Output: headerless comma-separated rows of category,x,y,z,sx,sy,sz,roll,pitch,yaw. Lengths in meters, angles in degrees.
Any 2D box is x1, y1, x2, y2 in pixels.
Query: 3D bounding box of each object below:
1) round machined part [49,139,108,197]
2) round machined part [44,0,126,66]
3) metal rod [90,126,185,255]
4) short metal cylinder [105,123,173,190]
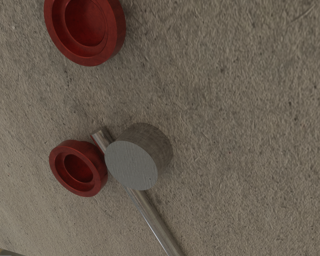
round machined part,-0.125,0.060,0.499,0.098,0.042,0.097,13,124,21
round machined part,-0.082,-0.125,0.362,0.098,0.042,0.097,13,124,21
metal rod,-0.022,0.129,0.498,0.025,0.025,0.299,-18,109,35
short metal cylinder,-0.029,0.039,0.430,0.080,0.050,0.079,13,124,21
